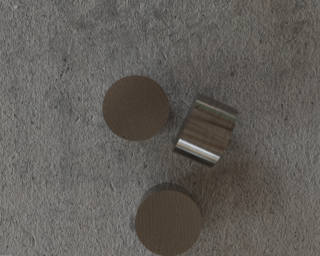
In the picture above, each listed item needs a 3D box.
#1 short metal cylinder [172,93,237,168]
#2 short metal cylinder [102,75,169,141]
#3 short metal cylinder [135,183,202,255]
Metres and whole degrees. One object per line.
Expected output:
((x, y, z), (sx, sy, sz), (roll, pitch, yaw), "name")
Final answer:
((0.054, 0.003, 0.383), (0.050, 0.080, 0.080), (24, 90, 0), "short metal cylinder")
((-0.029, -0.024, 0.397), (0.081, 0.050, 0.080), (0, 90, 0), "short metal cylinder")
((0.010, 0.115, 0.397), (0.081, 0.050, 0.080), (0, 90, 0), "short metal cylinder")
